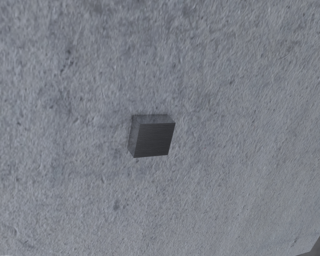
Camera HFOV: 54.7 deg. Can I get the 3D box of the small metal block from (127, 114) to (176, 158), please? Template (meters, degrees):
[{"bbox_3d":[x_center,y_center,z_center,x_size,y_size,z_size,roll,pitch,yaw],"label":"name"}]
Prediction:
[{"bbox_3d":[-0.012,0.010,0.408,0.050,0.025,0.050,-2,120,-28],"label":"small metal block"}]
